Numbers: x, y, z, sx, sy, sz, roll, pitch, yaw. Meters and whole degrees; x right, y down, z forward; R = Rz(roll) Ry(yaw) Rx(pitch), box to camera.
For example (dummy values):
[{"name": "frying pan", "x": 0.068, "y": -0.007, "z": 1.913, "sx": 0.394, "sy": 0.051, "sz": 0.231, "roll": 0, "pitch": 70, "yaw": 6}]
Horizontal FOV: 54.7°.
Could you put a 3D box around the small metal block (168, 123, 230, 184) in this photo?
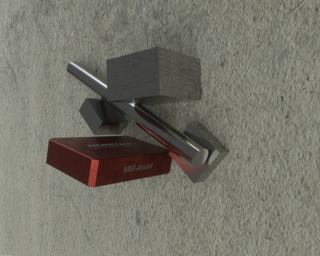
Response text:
[{"name": "small metal block", "x": 0.046, "y": 0.029, "z": 0.368, "sx": 0.050, "sy": 0.025, "sz": 0.050, "roll": 49, "pitch": 119, "yaw": 28}]

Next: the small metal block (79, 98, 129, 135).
[{"name": "small metal block", "x": -0.082, "y": -0.017, "z": 0.455, "sx": 0.050, "sy": 0.050, "sz": 0.025, "roll": 52, "pitch": 120, "yaw": 27}]

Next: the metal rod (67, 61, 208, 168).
[{"name": "metal rod", "x": -0.051, "y": -0.034, "z": 0.429, "sx": 0.300, "sy": 0.025, "sz": 0.025, "roll": 35, "pitch": 112, "yaw": 39}]

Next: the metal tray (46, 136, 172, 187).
[{"name": "metal tray", "x": -0.058, "y": 0.036, "z": 0.384, "sx": 0.090, "sy": 0.131, "sz": 0.030, "roll": 16, "pitch": 100, "yaw": 39}]

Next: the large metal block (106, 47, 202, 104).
[{"name": "large metal block", "x": -0.006, "y": -0.057, "z": 0.372, "sx": 0.080, "sy": 0.081, "sz": 0.050, "roll": -2, "pitch": 89, "yaw": 39}]
